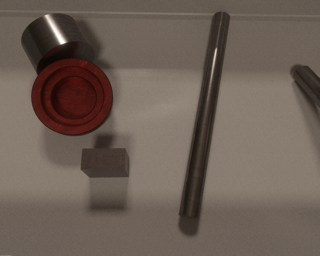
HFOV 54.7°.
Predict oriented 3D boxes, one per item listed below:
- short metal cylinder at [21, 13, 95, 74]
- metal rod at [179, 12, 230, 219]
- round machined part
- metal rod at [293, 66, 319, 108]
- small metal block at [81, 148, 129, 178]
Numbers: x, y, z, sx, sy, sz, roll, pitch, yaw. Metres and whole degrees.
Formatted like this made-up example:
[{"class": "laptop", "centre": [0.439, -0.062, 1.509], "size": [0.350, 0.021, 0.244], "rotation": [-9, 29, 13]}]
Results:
[{"class": "short metal cylinder", "centre": [-0.136, -0.105, 0.417], "size": [0.080, 0.080, 0.050], "rotation": [-29, 73, -10]}, {"class": "metal rod", "centre": [0.065, -0.031, 0.421], "size": [0.025, 0.025, 0.299], "rotation": [11, 70, 3]}, {"class": "round machined part", "centre": [-0.111, -0.038, 0.404], "size": [0.099, 0.042, 0.097], "rotation": [1, 84, -8]}, {"class": "metal rod", "centre": [0.235, 0.025, 0.340], "size": [0.025, 0.025, 0.300], "rotation": [-13, 46, -5]}, {"class": "small metal block", "centre": [-0.065, 0.044, 0.380], "size": [0.050, 0.050, 0.025], "rotation": [-1, 70, -1]}]
